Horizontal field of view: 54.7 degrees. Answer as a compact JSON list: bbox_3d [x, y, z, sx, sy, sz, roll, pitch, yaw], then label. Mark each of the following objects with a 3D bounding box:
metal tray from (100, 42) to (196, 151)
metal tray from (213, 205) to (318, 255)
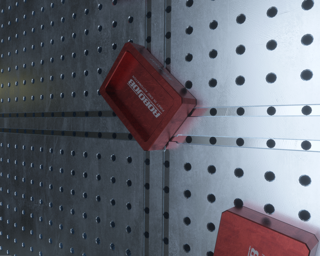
[{"bbox_3d":[-0.022,-0.044,0.422,0.130,0.030,0.089,50,119,28],"label":"metal tray"},{"bbox_3d":[0.100,0.158,0.323,0.090,0.030,0.129,16,100,38],"label":"metal tray"}]
